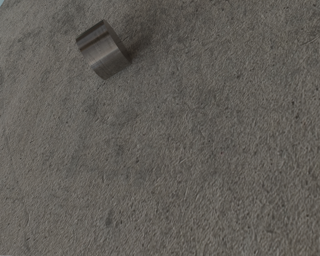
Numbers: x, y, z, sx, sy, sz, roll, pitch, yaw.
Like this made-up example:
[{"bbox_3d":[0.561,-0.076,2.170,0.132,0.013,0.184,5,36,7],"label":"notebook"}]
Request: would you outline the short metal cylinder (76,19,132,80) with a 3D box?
[{"bbox_3d":[-0.087,-0.123,0.490,0.050,0.080,0.080,-30,52,9],"label":"short metal cylinder"}]
